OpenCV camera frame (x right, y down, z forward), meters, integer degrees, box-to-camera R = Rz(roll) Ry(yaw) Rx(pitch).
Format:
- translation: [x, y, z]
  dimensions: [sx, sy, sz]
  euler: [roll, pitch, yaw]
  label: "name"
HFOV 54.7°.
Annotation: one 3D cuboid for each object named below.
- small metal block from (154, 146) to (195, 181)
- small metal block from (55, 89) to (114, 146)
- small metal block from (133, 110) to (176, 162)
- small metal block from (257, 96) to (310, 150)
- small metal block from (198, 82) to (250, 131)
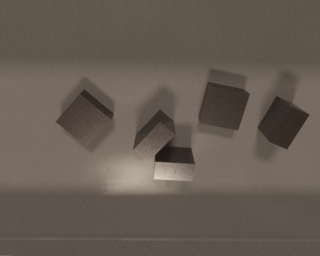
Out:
- translation: [0.018, 0.047, 0.416]
  dimensions: [0.050, 0.050, 0.025]
  euler: [4, 110, -2]
  label: "small metal block"
- translation: [-0.097, -0.014, 0.405]
  dimensions: [0.050, 0.025, 0.050]
  euler: [41, 105, -14]
  label: "small metal block"
- translation: [-0.007, 0.009, 0.401]
  dimensions: [0.025, 0.050, 0.050]
  euler: [40, 105, -14]
  label: "small metal block"
- translation: [0.156, -0.008, 0.397]
  dimensions: [0.025, 0.050, 0.050]
  euler: [23, 108, -9]
  label: "small metal block"
- translation: [0.082, -0.028, 0.402]
  dimensions: [0.050, 0.025, 0.050]
  euler: [11, 110, -5]
  label: "small metal block"
